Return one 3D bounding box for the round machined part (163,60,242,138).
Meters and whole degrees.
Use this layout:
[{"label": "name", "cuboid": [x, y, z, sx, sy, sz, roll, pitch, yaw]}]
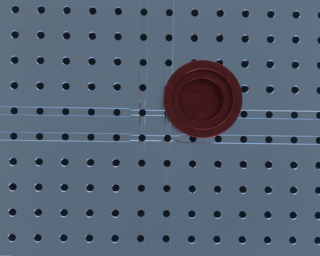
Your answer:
[{"label": "round machined part", "cuboid": [0.054, -0.036, 0.406, 0.099, 0.042, 0.097, 0, 90, -1]}]
